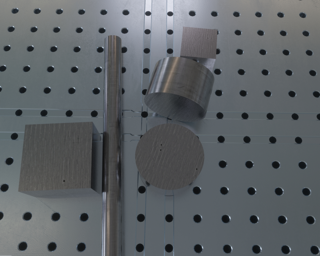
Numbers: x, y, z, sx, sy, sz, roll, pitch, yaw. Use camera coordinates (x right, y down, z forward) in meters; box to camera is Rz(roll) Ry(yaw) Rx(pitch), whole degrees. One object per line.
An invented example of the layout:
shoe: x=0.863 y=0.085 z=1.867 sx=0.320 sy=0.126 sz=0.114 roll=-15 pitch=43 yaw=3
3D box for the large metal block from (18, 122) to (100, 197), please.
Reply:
large metal block: x=-0.120 y=0.040 z=0.383 sx=0.081 sy=0.050 sz=0.080 roll=-3 pitch=70 yaw=-1

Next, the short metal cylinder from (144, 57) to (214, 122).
short metal cylinder: x=0.025 y=-0.048 z=0.400 sx=0.080 sy=0.080 sz=0.050 roll=15 pitch=71 yaw=5

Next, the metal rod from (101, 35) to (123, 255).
metal rod: x=-0.062 y=0.010 z=0.407 sx=0.025 sy=0.025 sz=0.299 roll=-2 pitch=70 yaw=-1

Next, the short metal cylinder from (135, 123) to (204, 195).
short metal cylinder: x=0.011 y=0.040 z=0.384 sx=0.081 sy=0.050 sz=0.080 roll=0 pitch=70 yaw=0

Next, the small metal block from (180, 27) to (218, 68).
small metal block: x=0.056 y=-0.118 z=0.456 sx=0.050 sy=0.025 sz=0.050 roll=6 pitch=70 yaw=2
